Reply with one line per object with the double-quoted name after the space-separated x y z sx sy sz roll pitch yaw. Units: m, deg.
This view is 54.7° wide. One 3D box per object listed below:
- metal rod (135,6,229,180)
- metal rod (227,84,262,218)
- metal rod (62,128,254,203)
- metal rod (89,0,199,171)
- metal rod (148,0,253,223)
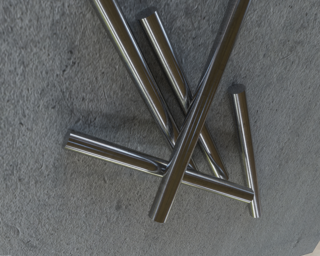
0.044 -0.020 0.418 0.025 0.025 0.299 -35 129 -6 "metal rod"
0.148 0.056 0.521 0.025 0.025 0.299 -29 128 -10 "metal rod"
0.017 0.060 0.426 0.302 0.025 0.025 21 107 -28 "metal rod"
-0.005 -0.030 0.385 0.025 0.025 0.299 -33 129 -7 "metal rod"
0.048 -0.021 0.384 0.025 0.025 0.298 14 100 -34 "metal rod"
